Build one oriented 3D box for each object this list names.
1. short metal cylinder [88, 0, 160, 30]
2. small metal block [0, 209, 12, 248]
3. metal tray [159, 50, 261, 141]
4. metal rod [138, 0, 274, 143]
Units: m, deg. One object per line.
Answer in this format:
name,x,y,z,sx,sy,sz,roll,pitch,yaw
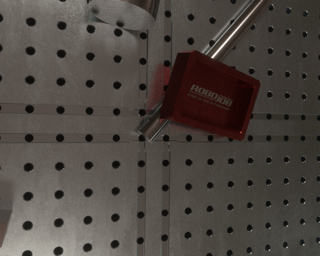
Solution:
short metal cylinder,-0.040,-0.157,0.369,0.081,0.080,0.050,13,86,-20
small metal block,-0.190,0.103,0.329,0.050,0.050,0.025,14,86,-20
metal tray,0.071,-0.040,0.416,0.131,0.030,0.089,16,92,-33
metal rod,0.076,-0.099,0.441,0.025,0.025,0.300,44,76,-15
